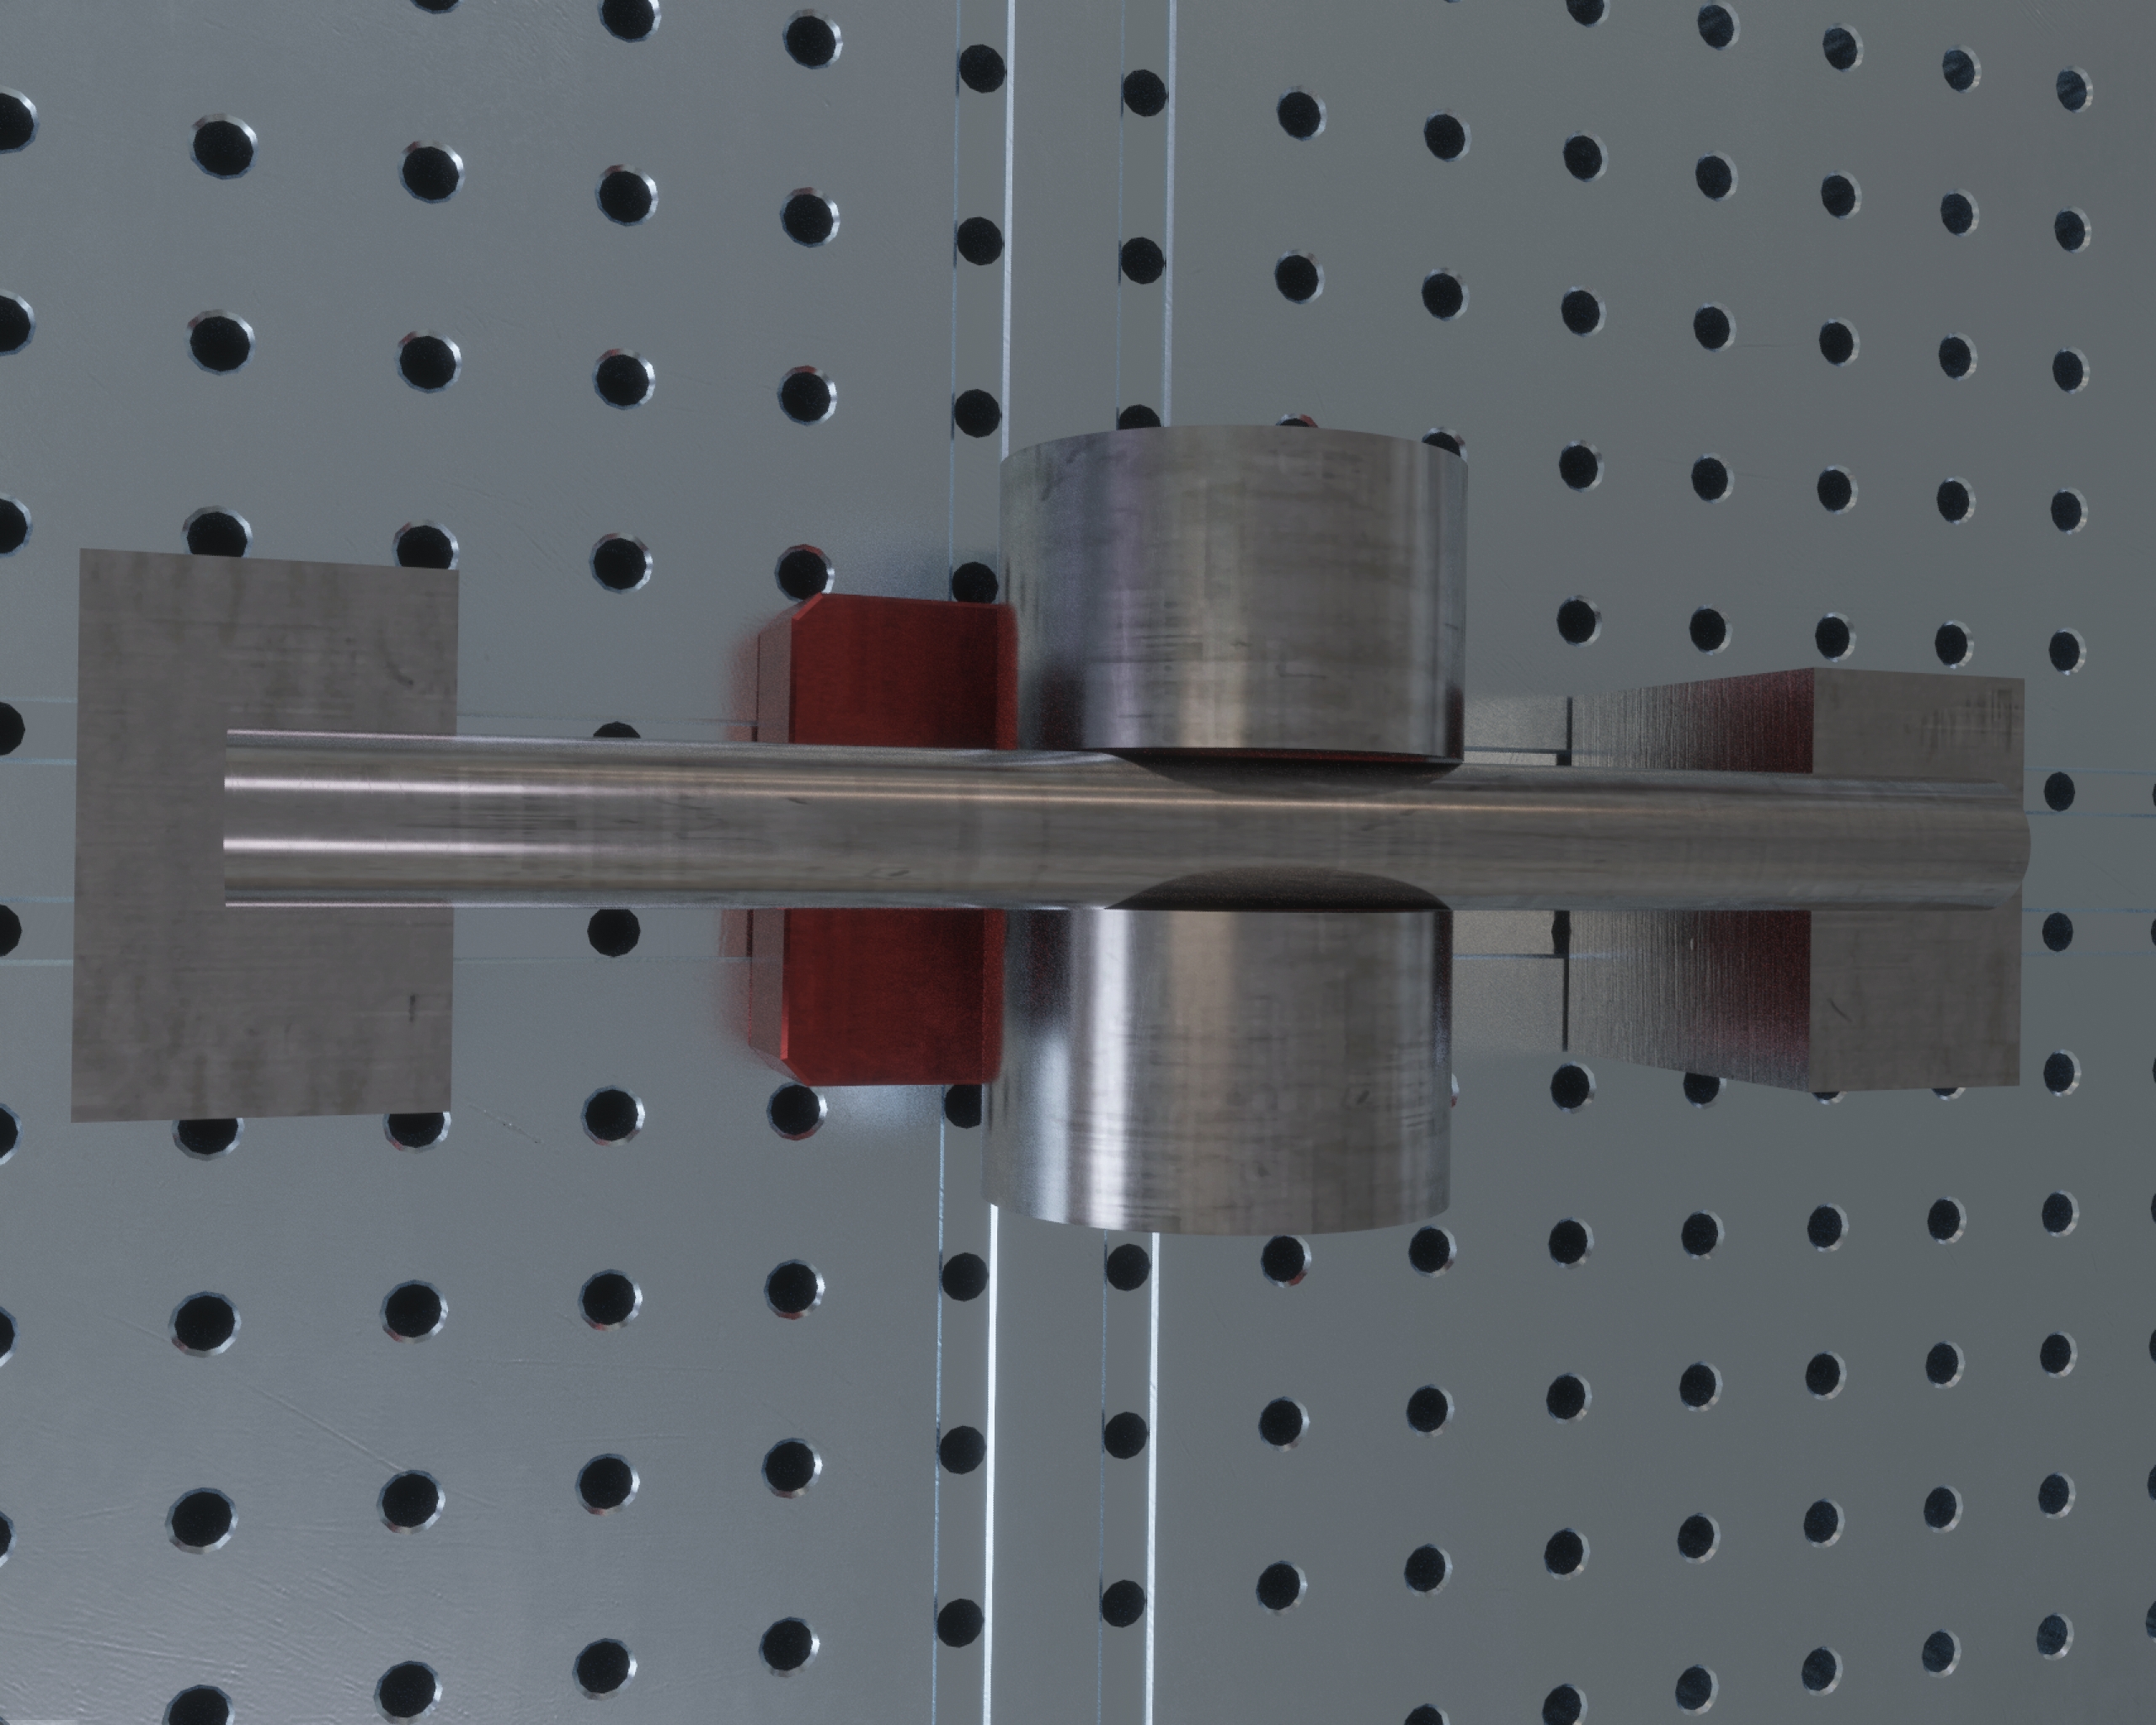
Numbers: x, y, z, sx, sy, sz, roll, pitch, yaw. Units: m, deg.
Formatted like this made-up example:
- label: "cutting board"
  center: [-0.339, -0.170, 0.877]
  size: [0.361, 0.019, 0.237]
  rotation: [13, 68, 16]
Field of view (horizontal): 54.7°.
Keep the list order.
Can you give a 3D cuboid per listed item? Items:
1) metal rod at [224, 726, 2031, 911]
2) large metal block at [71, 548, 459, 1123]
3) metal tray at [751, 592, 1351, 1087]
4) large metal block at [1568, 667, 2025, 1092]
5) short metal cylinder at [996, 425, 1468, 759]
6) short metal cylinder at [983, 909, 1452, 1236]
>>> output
- label: "metal rod"
  center: [0.026, -0.005, 0.336]
  size: [0.302, 0.025, 0.025]
  rotation: [1, 90, -20]
- label: "large metal block"
  center: [-0.129, -0.004, 0.335]
  size: [0.050, 0.080, 0.080]
  rotation: [1, 90, -20]
- label: "metal tray"
  center: [0.004, -0.003, 0.411]
  size: [0.131, 0.030, 0.089]
  rotation: [1, 90, -20]
- label: "large metal block"
  center: [0.147, 0.003, 0.436]
  size: [0.050, 0.080, 0.080]
  rotation: [1, 90, -20]
- label: "short metal cylinder"
  center: [0.026, -0.043, 0.361]
  size: [0.081, 0.080, 0.050]
  rotation: [1, 90, -20]
- label: "short metal cylinder"
  center: [0.024, 0.032, 0.360]
  size: [0.081, 0.080, 0.050]
  rotation: [1, 90, -20]
